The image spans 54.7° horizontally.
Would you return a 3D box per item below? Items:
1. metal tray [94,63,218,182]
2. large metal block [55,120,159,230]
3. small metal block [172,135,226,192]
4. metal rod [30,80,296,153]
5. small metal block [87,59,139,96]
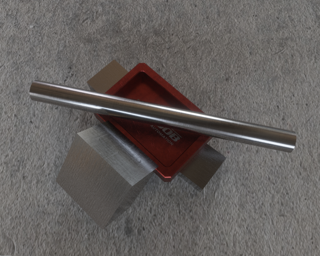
[{"bbox_3d":[-0.007,-0.009,0.382,0.130,0.030,0.090,42,75,13],"label":"metal tray"},{"bbox_3d":[-0.062,0.052,0.351,0.080,0.079,0.050,41,33,13],"label":"large metal block"},{"bbox_3d":[0.047,0.045,0.393,0.050,0.025,0.050,37,74,12],"label":"small metal block"},{"bbox_3d":[0.000,-0.014,0.356,0.302,0.025,0.025,12,71,3],"label":"metal rod"},{"bbox_3d":[-0.063,-0.058,0.429,0.050,0.025,0.050,43,75,13],"label":"small metal block"}]
